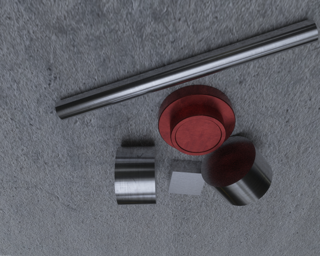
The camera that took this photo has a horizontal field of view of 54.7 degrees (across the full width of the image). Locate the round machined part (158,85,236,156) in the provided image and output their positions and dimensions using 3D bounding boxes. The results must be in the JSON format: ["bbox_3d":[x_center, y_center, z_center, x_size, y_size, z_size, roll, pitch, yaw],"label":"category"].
[{"bbox_3d":[0.047,-0.003,0.394,0.099,0.042,0.097,0,130,0],"label":"round machined part"}]

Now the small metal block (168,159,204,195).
[{"bbox_3d":[0.040,0.075,0.472,0.050,0.025,0.050,5,130,-5],"label":"small metal block"}]

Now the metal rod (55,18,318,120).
[{"bbox_3d":[0.018,-0.062,0.354,0.301,0.025,0.025,-16,129,13],"label":"metal rod"}]

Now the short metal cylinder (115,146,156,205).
[{"bbox_3d":[-0.031,0.065,0.426,0.050,0.080,0.079,-1,130,1],"label":"short metal cylinder"}]

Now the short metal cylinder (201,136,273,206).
[{"bbox_3d":[0.104,0.058,0.421,0.080,0.080,0.050,-30,124,23],"label":"short metal cylinder"}]
